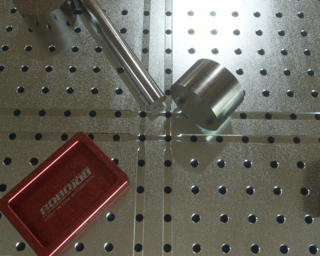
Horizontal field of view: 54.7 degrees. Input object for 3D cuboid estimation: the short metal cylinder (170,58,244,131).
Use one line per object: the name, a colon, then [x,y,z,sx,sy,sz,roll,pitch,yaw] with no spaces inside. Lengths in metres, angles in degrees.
short metal cylinder: [0.060,-0.042,0.399,0.080,0.080,0.050,40,75,13]

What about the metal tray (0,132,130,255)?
metal tray: [-0.114,0.079,0.378,0.090,0.030,0.130,43,75,13]

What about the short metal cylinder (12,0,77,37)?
short metal cylinder: [-0.171,-0.185,0.464,0.081,0.050,0.080,0,70,0]

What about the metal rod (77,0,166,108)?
metal rod: [-0.083,-0.154,0.466,0.025,0.025,0.299,-31,73,-11]

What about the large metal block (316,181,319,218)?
large metal block: [0.245,0.077,0.373,0.080,0.050,0.080,15,71,5]
